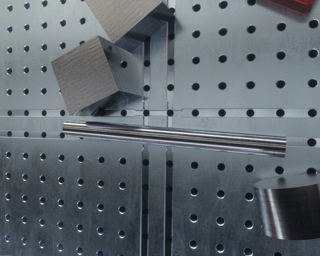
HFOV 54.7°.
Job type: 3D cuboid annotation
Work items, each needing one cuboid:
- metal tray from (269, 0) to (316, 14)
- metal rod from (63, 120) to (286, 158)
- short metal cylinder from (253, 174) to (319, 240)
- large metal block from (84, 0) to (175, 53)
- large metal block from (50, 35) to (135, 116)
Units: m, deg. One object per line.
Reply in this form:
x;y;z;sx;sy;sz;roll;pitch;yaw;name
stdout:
0.161;-0.210;0.352;0.090;0.030;0.129;30;100;17;metal tray
0.005;0.011;0.410;0.301;0.025;0.025;5;92;19;metal rod
0.146;0.081;0.332;0.080;0.080;0.050;-11;86;19;short metal cylinder
-0.041;-0.162;0.414;0.080;0.050;0.080;-36;79;16;large metal block
-0.093;-0.069;0.432;0.080;0.050;0.080;-24;82;18;large metal block
